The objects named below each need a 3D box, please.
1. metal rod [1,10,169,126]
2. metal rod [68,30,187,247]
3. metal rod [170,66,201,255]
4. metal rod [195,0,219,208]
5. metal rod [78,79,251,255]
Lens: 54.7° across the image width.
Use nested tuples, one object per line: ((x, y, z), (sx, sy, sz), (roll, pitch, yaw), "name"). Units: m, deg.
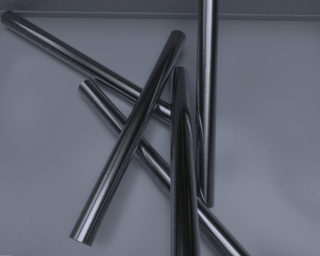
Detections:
((-0.104, -0.089, 0.441), (0.301, 0.025, 0.025), (31, 73, 10), "metal rod")
((-0.027, -0.009, 0.378), (0.025, 0.025, 0.300), (20, 63, 7), "metal rod")
((0.024, 0.029, 0.333), (0.025, 0.025, 0.300), (1, 45, 0), "metal rod")
((0.057, -0.055, 0.375), (0.025, 0.025, 0.298), (1, 91, 0), "metal rod")
((-0.006, 0.045, 0.379), (0.025, 0.025, 0.300), (-39, 70, -13), "metal rod")
